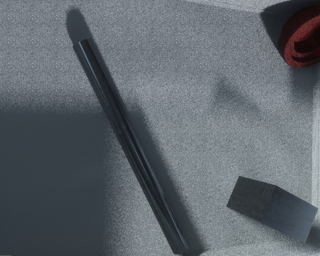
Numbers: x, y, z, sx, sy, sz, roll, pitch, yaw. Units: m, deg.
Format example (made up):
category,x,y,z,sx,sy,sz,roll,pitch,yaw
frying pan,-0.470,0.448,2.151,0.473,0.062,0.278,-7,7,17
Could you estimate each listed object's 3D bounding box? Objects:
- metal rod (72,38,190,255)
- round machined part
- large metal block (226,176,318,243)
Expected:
category,x,y,z,sx,sy,sz,roll,pitch,yaw
metal rod,-0.033,0.030,0.399,0.025,0.025,0.299,-28,100,-18
round machined part,0.225,-0.142,0.468,0.099,0.097,0.042,1,50,-21
large metal block,0.157,0.113,0.441,0.080,0.080,0.050,28,81,-18
